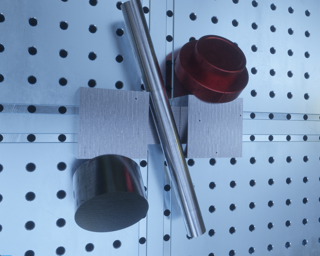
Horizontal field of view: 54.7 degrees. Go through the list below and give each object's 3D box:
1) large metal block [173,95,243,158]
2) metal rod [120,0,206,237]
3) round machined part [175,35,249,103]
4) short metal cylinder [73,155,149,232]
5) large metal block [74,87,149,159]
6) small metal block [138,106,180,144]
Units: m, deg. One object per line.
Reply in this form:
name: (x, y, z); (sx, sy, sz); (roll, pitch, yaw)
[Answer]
large metal block: (0.064, -0.001, 0.424); (0.081, 0.050, 0.080); (1, 90, -20)
metal rod: (0.006, -0.007, 0.387); (0.025, 0.025, 0.298); (-18, 96, -19)
round machined part: (0.072, -0.083, 0.404); (0.099, 0.042, 0.098); (10, 52, -13)
short metal cylinder: (-0.057, 0.076, 0.356); (0.081, 0.050, 0.080); (-10, 135, -9)
large metal block: (-0.060, -0.005, 0.378); (0.081, 0.050, 0.080); (2, 89, -20)
small metal block: (-0.002, -0.004, 0.412); (0.050, 0.025, 0.050); (1, 90, -20)
